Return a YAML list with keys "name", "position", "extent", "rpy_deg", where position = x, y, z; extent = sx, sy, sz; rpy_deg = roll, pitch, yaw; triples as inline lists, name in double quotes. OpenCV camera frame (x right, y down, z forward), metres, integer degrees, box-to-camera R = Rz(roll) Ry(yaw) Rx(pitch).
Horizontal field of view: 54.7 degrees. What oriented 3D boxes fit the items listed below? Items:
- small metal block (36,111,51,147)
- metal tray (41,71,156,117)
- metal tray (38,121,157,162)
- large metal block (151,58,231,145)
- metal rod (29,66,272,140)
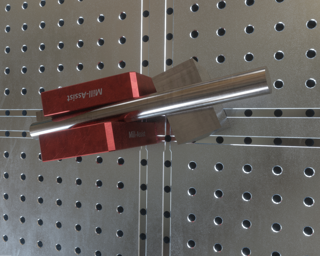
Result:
- name: "small metal block"
  position: [-0.150, 0.000, 0.450]
  extent: [0.025, 0.050, 0.050]
  rpy_deg: [-9, 87, 19]
- name: "metal tray"
  position: [-0.072, -0.039, 0.401]
  extent: [0.130, 0.090, 0.030]
  rpy_deg: [-9, 88, 19]
- name: "metal tray"
  position: [-0.069, 0.015, 0.380]
  extent: [0.090, 0.130, 0.030]
  rpy_deg: [-10, 87, 19]
- name: "large metal block"
  position: [0.040, -0.028, 0.367]
  extent: [0.050, 0.080, 0.080]
  rpy_deg: [-24, 82, 18]
- name: "metal rod"
  position: [-0.034, -0.019, 0.343]
  extent: [0.300, 0.025, 0.025]
  rpy_deg: [-10, 87, 28]
